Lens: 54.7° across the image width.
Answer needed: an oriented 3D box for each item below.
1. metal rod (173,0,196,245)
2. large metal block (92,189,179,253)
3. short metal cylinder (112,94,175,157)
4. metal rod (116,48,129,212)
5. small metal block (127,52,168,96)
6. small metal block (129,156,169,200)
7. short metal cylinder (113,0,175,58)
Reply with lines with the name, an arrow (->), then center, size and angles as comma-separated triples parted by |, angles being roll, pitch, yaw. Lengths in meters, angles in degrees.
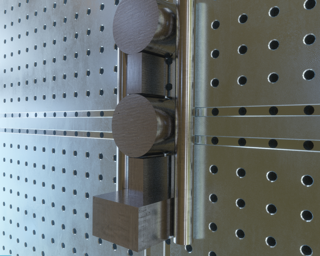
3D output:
metal rod -> 0.031, -0.009, 0.383 | 0.025, 0.025, 0.298 | 1, 91, 40
large metal block -> -0.029, 0.112, 0.397 | 0.080, 0.081, 0.050 | 1, 91, 40
short metal cylinder -> -0.018, -0.003, 0.407 | 0.080, 0.050, 0.080 | 0, 90, 40
metal rod -> -0.050, -0.009, 0.450 | 0.025, 0.025, 0.298 | 1, 91, 40
small metal block -> -0.016, -0.068, 0.405 | 0.025, 0.050, 0.050 | 1, 91, 40
small metal block -> -0.014, 0.062, 0.404 | 0.025, 0.050, 0.050 | 0, 90, 40
short metal cylinder -> -0.016, -0.133, 0.406 | 0.080, 0.050, 0.080 | 0, 90, 40
